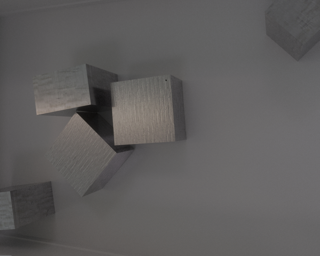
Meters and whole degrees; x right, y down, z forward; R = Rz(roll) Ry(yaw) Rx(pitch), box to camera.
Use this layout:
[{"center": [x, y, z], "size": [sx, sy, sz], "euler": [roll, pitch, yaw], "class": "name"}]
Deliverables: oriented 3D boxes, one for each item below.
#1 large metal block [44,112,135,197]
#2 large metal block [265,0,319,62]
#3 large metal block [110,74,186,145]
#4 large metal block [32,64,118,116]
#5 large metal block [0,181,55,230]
[{"center": [-0.098, 0.034, 0.430], "size": [0.080, 0.050, 0.080], "euler": [43, 105, 14], "class": "large metal block"}, {"center": [0.160, -0.124, 0.325], "size": [0.080, 0.080, 0.050], "euler": [-46, 76, 14], "class": "large metal block"}, {"center": [-0.014, -0.021, 0.402], "size": [0.080, 0.050, 0.080], "euler": [-5, 88, 20], "class": "large metal block"}, {"center": [-0.109, -0.047, 0.420], "size": [0.080, 0.080, 0.050], "euler": [-9, 87, 20], "class": "large metal block"}, {"center": [-0.218, 0.114, 0.458], "size": [0.080, 0.080, 0.050], "euler": [-10, 87, 20], "class": "large metal block"}]
